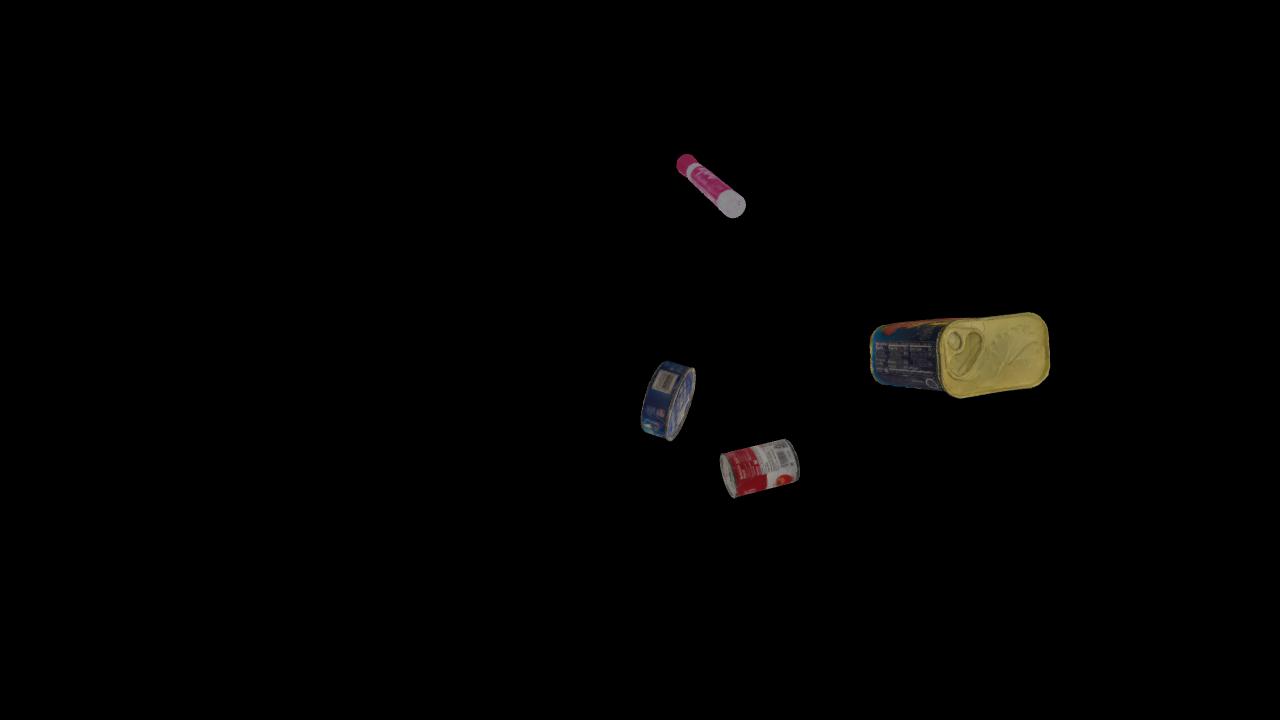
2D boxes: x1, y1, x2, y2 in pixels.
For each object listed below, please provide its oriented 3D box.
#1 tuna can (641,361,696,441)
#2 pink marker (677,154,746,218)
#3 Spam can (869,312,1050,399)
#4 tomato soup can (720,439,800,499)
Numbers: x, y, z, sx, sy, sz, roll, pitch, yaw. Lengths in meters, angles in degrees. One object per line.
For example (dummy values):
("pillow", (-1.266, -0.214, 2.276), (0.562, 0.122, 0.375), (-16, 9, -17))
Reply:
("tuna can", (0.031, 0.044, 0.672), (0.034, 0.084, 0.084), (17, 5, 17))
("pink marker", (0.057, -0.151, 0.523), (0.020, 0.020, 0.121), (0, 33, -19))
("Spam can", (0.251, -0.005, 0.493), (0.101, 0.058, 0.085), (-6, 4, -16))
("tomato soup can", (0.177, 0.160, 0.913), (0.101, 0.068, 0.068), (-13, 2, -8))
